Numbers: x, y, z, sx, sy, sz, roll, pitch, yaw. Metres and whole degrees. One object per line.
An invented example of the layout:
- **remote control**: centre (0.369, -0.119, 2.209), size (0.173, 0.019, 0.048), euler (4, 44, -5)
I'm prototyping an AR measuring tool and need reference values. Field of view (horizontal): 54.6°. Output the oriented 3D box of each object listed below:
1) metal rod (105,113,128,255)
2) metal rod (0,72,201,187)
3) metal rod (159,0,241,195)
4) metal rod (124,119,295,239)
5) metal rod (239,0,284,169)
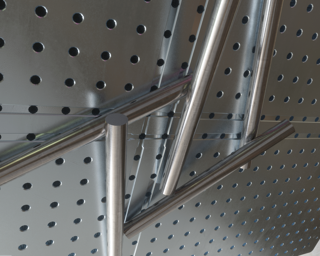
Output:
- **metal rod**: centre (-0.061, 0.111, 0.427), size (0.025, 0.025, 0.298), euler (-11, 129, -23)
- **metal rod**: centre (-0.081, 0.003, 0.368), size (0.302, 0.025, 0.025), euler (-26, 128, -12)
- **metal rod**: centre (0.041, -0.024, 0.388), size (0.025, 0.025, 0.298), euler (-6, 130, -26)
- **metal rod**: centre (0.073, 0.079, 0.478), size (0.301, 0.025, 0.025), euler (-33, 129, 2)
- **metal rod**: centre (0.142, -0.065, 0.447), size (0.025, 0.025, 0.298), euler (-14, 124, -21)
